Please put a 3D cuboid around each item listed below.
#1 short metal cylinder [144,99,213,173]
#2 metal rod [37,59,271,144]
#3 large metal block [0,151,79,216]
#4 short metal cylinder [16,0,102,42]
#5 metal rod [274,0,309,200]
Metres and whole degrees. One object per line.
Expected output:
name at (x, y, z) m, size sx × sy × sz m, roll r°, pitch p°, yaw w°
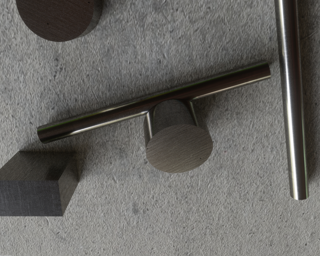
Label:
short metal cylinder at (0.021, 0.011, 0.388) m, size 0.081 × 0.050 × 0.079 m, roll -4°, pitch 130°, yaw -5°
metal rod at (-0.012, -0.032, 0.397) m, size 0.301 × 0.025 × 0.025 m, roll -16°, pitch 110°, yaw 5°
large metal block at (-0.159, 0.070, 0.405) m, size 0.081 × 0.080 × 0.050 m, roll 0°, pitch 110°, yaw 0°
short metal cylinder at (-0.109, -0.139, 0.344) m, size 0.081 × 0.050 × 0.079 m, roll 0°, pitch 110°, yaw 0°
metal rod at (0.170, -0.040, 0.396) m, size 0.025 × 0.025 × 0.298 m, roll -12°, pitch 110°, yaw 4°
